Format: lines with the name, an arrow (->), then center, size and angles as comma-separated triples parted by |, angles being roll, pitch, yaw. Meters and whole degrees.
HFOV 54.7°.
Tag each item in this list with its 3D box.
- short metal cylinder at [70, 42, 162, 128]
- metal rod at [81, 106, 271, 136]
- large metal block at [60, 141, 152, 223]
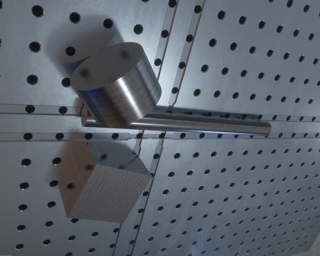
short metal cylinder -> -0.045, -0.046, 0.324 | 0.080, 0.080, 0.050 | -33, 129, -7
metal rod -> 0.043, -0.006, 0.432 | 0.303, 0.025, 0.025 | 3, 117, -30
large metal block -> -0.071, 0.072, 0.402 | 0.080, 0.050, 0.080 | 19, 108, -36
